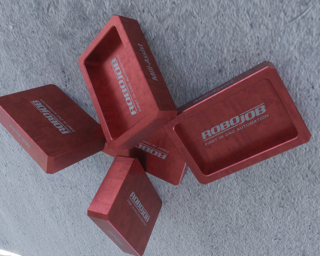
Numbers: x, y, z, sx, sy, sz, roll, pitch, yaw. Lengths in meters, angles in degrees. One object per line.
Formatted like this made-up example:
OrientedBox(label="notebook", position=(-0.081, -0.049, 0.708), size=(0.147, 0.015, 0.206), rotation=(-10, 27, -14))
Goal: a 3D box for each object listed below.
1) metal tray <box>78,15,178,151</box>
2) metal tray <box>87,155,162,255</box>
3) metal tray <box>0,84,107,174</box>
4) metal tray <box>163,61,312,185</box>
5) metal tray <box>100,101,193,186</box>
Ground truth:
OrientedBox(label="metal tray", position=(-0.042, -0.050, 0.357), size=(0.090, 0.030, 0.130), rotation=(-36, 70, 38))
OrientedBox(label="metal tray", position=(-0.042, 0.110, 0.430), size=(0.030, 0.090, 0.130), rotation=(6, 142, 26))
OrientedBox(label="metal tray", position=(-0.147, -0.005, 0.419), size=(0.130, 0.091, 0.030), rotation=(39, 131, 23))
OrientedBox(label="metal tray", position=(0.081, -0.002, 0.339), size=(0.130, 0.030, 0.090), rotation=(-28, 104, 22))
OrientedBox(label="metal tray", position=(-0.019, 0.014, 0.422), size=(0.130, 0.030, 0.089), rotation=(23, 127, 13))
